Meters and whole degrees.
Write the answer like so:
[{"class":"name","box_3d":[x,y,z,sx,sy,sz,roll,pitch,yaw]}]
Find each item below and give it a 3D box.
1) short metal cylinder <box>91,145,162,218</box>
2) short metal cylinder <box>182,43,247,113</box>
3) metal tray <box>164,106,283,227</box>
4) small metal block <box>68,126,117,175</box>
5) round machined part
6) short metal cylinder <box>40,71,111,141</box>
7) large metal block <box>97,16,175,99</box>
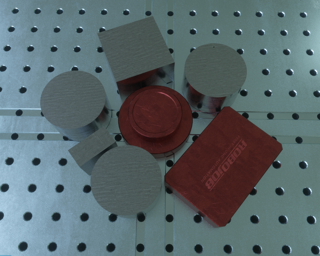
[{"class":"short metal cylinder","box_3d":[-0.038,0.066,0.373,0.081,0.050,0.080,0,70,0]},{"class":"short metal cylinder","box_3d":[0.072,-0.067,0.423,0.081,0.050,0.080,0,70,0]},{"class":"metal tray","box_3d":[0.079,0.047,0.391,0.090,0.030,0.130,39,74,13]},{"class":"small metal block","box_3d":[-0.080,0.029,0.386,0.050,0.050,0.025,-36,74,-12]},{"class":"round machined part","box_3d":[-0.006,-0.013,0.407,0.099,0.042,0.098,0,70,0]},{"class":"short metal cylinder","box_3d":[-0.108,-0.028,0.407,0.081,0.050,0.080,0,70,0]},{"class":"large metal block","box_3d":[-0.033,-0.098,0.434,0.080,0.050,0.080,-20,71,-7]}]
